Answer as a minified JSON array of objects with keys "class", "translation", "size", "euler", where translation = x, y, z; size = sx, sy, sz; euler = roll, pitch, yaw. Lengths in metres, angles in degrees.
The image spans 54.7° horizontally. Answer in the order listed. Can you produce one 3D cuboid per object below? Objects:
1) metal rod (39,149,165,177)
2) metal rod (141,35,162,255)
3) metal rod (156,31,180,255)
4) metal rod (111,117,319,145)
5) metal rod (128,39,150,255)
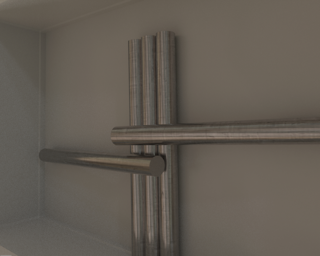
[{"class":"metal rod","translation":[-0.109,0.048,0.471],"size":[0.300,0.025,0.025],"euler":[-1,89,45]},{"class":"metal rod","translation":[-0.010,0.029,0.411],"size":[0.025,0.025,0.298],"euler":[-2,89,39]},{"class":"metal rod","translation":[0.010,0.028,0.395],"size":[0.025,0.025,0.298],"euler":[-2,89,39]},{"class":"metal rod","translation":[0.070,0.005,0.324],"size":[0.300,0.025,0.025],"euler":[-2,89,33]},{"class":"metal rod","translation":[-0.029,0.029,0.427],"size":[0.025,0.025,0.298],"euler":[-2,89,39]}]
